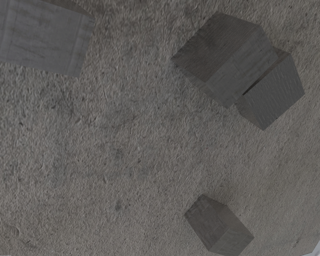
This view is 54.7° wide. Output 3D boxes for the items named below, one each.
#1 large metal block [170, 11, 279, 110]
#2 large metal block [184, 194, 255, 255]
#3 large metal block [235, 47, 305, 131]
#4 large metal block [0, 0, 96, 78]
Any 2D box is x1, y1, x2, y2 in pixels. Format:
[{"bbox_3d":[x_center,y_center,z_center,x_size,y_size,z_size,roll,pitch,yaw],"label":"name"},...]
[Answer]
[{"bbox_3d":[0.072,-0.081,0.360,0.080,0.080,0.050,-46,129,3],"label":"large metal block"},{"bbox_3d":[0.100,0.168,0.530,0.080,0.080,0.050,31,101,-38],"label":"large metal block"},{"bbox_3d":[0.146,-0.057,0.435,0.080,0.050,0.080,-42,130,0],"label":"large metal block"},{"bbox_3d":[-0.109,-0.087,0.258,0.081,0.080,0.050,8,114,-32],"label":"large metal block"}]
